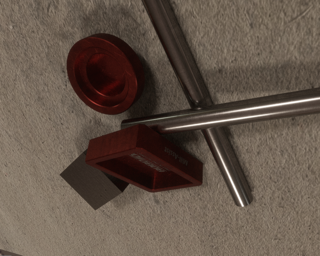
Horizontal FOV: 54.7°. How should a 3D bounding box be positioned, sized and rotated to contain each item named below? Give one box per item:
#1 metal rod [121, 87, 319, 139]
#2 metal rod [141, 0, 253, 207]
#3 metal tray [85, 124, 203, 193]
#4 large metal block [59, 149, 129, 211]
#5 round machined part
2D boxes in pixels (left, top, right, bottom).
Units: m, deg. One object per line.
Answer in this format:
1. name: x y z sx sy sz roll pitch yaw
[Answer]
1. metal rod: 0.095 -0.018 0.320 0.301 0.025 0.025 -8 115 23
2. metal rod: 0.046 -0.032 0.361 0.025 0.025 0.299 -15 111 34
3. metal tray: -0.016 0.045 0.394 0.090 0.030 0.130 -17 144 34
4. large metal block: -0.095 0.071 0.483 0.080 0.050 0.080 47 129 -5
5. round machined part: -0.062 -0.069 0.385 0.098 0.042 0.097 13 124 20
